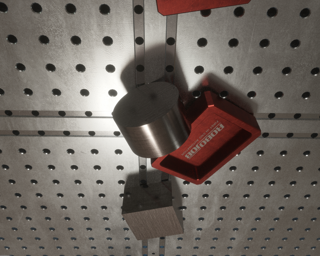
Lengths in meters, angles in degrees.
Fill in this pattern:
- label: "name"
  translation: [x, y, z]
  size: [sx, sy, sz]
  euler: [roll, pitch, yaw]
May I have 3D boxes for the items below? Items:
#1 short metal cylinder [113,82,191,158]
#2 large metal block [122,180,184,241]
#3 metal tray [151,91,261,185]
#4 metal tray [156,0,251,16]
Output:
- label: "short metal cylinder"
  translation: [-0.008, -0.011, 0.366]
  size: [0.080, 0.080, 0.050]
  euler: [-15, 129, 12]
- label: "large metal block"
  translation: [-0.010, 0.138, 0.512]
  size: [0.080, 0.050, 0.080]
  euler: [-12, 129, 9]
- label: "metal tray"
  translation: [0.058, 0.019, 0.422]
  size: [0.090, 0.030, 0.129]
  euler: [25, 126, -25]
- label: "metal tray"
  translation: [0.033, -0.170, 0.264]
  size: [0.090, 0.030, 0.129]
  euler: [-7, 130, 5]
